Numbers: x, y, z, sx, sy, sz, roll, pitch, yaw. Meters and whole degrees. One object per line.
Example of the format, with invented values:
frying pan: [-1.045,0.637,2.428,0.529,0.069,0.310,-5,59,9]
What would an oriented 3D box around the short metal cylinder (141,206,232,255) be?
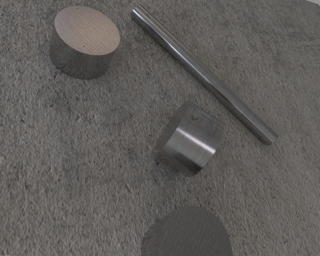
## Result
short metal cylinder: [0.027,0.128,0.324,0.081,0.050,0.080,14,56,-21]

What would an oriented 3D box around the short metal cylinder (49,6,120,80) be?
short metal cylinder: [-0.098,-0.110,0.402,0.081,0.050,0.080,14,56,-21]

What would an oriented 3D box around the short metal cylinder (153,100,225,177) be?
short metal cylinder: [0.034,0.013,0.379,0.050,0.080,0.080,33,52,-7]

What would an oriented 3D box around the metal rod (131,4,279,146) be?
metal rod: [0.070,-0.085,0.492,0.300,0.025,0.025,44,51,2]
